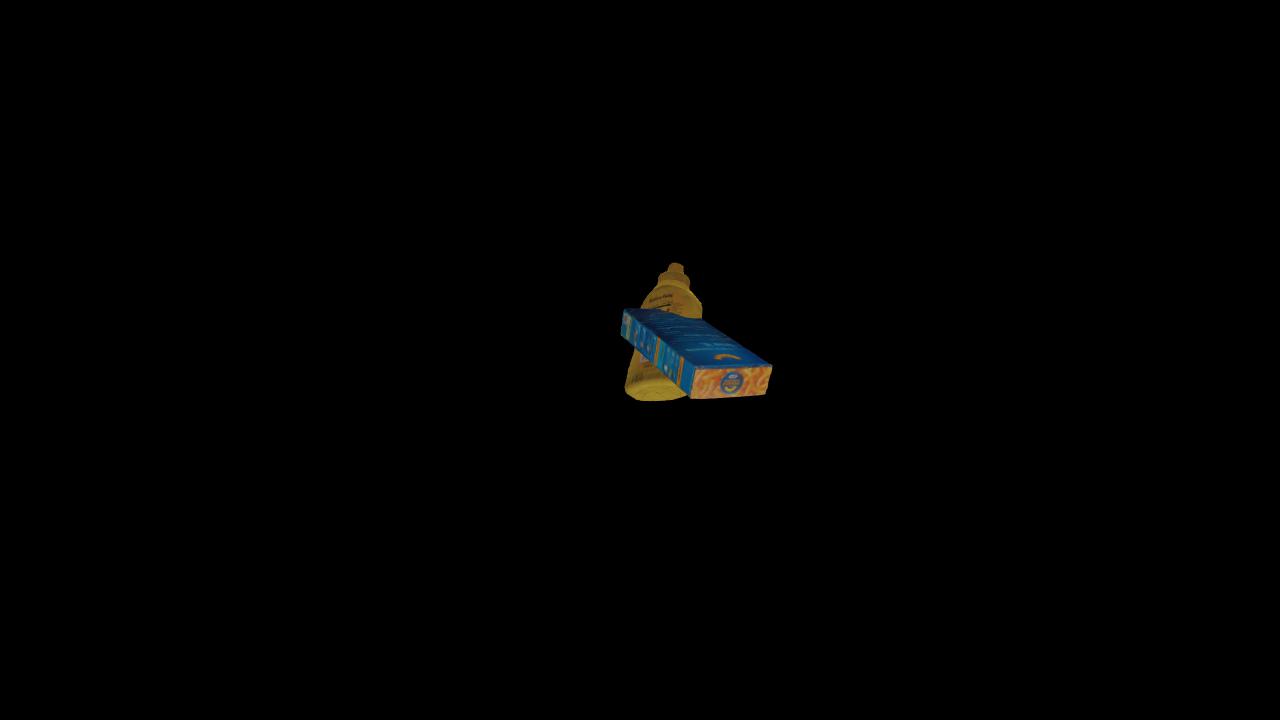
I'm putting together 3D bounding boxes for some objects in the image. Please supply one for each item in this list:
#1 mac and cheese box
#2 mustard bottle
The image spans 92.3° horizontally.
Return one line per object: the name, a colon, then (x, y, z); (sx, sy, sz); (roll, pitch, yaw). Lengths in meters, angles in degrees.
mac and cheese box: (0.055, -0.013, 0.685); (0.093, 0.041, 0.184); (0, 22, -25)
mustard bottle: (0.035, -0.043, 0.765); (0.092, 0.184, 0.054); (-16, -35, 41)
